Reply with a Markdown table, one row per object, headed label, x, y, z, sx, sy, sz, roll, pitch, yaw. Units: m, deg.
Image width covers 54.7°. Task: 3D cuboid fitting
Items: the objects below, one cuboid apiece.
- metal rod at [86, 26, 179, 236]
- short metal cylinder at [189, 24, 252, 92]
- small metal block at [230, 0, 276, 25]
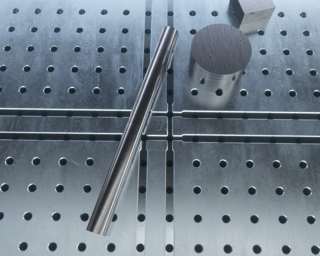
| label | x | y | z | sx | sy | sz | roll | pitch | yaw |
| --- | --- | --- | --- | --- | --- | --- | --- | --- | --- |
| metal rod | -0.030 | -0.010 | 0.414 | 0.025 | 0.025 | 0.299 | 17 | 71 | 6 |
| short metal cylinder | 0.082 | -0.097 | 0.434 | 0.081 | 0.050 | 0.080 | 0 | 70 | 0 |
| small metal block | 0.144 | -0.194 | 0.483 | 0.050 | 0.025 | 0.050 | -14 | 71 | -5 |
